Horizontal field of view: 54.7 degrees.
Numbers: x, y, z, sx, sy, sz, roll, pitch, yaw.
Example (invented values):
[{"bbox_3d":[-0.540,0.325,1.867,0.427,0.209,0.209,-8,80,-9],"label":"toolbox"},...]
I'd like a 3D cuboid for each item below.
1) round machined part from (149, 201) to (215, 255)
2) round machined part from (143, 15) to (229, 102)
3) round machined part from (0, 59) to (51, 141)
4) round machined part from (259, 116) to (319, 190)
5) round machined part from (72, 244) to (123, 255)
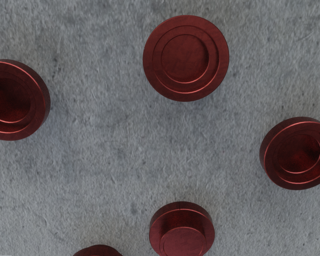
[{"bbox_3d":[0.033,0.162,0.461,0.099,0.042,0.097,0,110,-1],"label":"round machined part"},{"bbox_3d":[0.029,-0.084,0.370,0.099,0.042,0.097,0,110,-1],"label":"round machined part"},{"bbox_3d":[-0.185,-0.037,0.385,0.099,0.042,0.097,0,110,-1],"label":"round machined part"},{"bbox_3d":[0.182,0.031,0.415,0.099,0.042,0.097,0,110,-1],"label":"round machined part"},{"bbox_3d":[-0.095,0.222,0.481,0.099,0.042,0.097,0,110,-1],"label":"round machined part"}]
